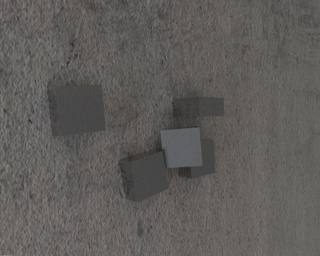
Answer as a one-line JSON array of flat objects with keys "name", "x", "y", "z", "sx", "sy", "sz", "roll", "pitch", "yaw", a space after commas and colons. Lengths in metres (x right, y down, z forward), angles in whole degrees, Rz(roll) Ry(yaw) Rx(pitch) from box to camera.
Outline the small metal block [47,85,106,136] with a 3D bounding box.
[{"name": "small metal block", "x": -0.088, "y": -0.019, "z": 0.330, "sx": 0.050, "sy": 0.025, "sz": 0.050, "roll": -8, "pitch": 95, "yaw": -40}]

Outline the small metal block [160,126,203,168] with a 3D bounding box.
[{"name": "small metal block", "x": 0.029, "y": 0.025, "z": 0.410, "sx": 0.025, "sy": 0.050, "sz": 0.050, "roll": -37, "pitch": 122, "yaw": -81}]

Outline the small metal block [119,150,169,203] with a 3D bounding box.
[{"name": "small metal block", "x": -0.020, "y": 0.059, "z": 0.388, "sx": 0.050, "sy": 0.025, "sz": 0.050, "roll": -16, "pitch": 100, "yaw": -39}]

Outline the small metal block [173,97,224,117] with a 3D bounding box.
[{"name": "small metal block", "x": 0.053, "y": -0.029, "z": 0.433, "sx": 0.050, "sy": 0.050, "sz": 0.025, "roll": -2, "pitch": 92, "yaw": -40}]

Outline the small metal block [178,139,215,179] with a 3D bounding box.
[{"name": "small metal block", "x": 0.053, "y": 0.043, "z": 0.449, "sx": 0.050, "sy": 0.025, "sz": 0.050, "roll": -5, "pitch": 93, "yaw": -40}]
